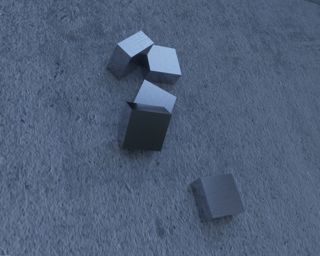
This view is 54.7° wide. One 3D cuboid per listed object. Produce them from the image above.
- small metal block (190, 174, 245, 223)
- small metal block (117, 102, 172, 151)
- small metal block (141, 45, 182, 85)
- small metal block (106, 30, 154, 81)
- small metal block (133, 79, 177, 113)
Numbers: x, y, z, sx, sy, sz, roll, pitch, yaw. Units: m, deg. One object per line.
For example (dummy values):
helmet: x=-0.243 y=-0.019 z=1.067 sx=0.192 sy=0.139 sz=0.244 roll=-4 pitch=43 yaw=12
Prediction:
small metal block: x=0.072 y=0.087 z=0.389 sx=0.050 sy=0.025 sz=0.050 roll=-1 pitch=62 yaw=-29
small metal block: x=-0.020 y=-0.001 z=0.374 sx=0.050 sy=0.050 sz=0.025 roll=6 pitch=22 yaw=-25
small metal block: x=0.000 y=-0.095 z=0.461 sx=0.050 sy=0.025 sz=0.050 roll=3 pitch=60 yaw=-27
small metal block: x=-0.041 y=-0.100 z=0.426 sx=0.025 sy=0.050 sz=0.050 roll=45 pitch=51 yaw=2
small metal block: x=-0.011 y=-0.029 z=0.415 sx=0.050 sy=0.025 sz=0.050 roll=28 pitch=52 yaw=-11
